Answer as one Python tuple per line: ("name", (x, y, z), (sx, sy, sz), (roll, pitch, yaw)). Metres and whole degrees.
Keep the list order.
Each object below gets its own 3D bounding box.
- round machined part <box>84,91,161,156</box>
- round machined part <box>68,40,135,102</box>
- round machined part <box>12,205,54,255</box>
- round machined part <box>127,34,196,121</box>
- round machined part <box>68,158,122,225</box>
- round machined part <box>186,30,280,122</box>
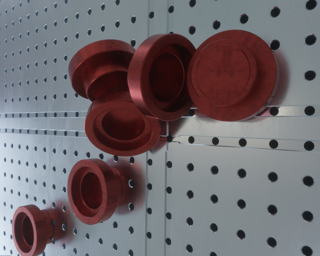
("round machined part", (-0.048, -0.010, 0.415), (0.098, 0.098, 0.042), (-44, 29, 31))
("round machined part", (-0.069, -0.067, 0.417), (0.098, 0.099, 0.042), (-42, 56, 32))
("round machined part", (-0.244, 0.197, 0.602), (0.098, 0.042, 0.097), (0, 90, 40))
("round machined part", (0.001, -0.059, 0.362), (0.042, 0.099, 0.097), (16, 100, 44))
("round machined part", (-0.097, 0.096, 0.480), (0.098, 0.042, 0.097), (0, 90, 40))
("round machined part", (0.072, -0.055, 0.328), (0.098, 0.042, 0.097), (0, 90, 29))
